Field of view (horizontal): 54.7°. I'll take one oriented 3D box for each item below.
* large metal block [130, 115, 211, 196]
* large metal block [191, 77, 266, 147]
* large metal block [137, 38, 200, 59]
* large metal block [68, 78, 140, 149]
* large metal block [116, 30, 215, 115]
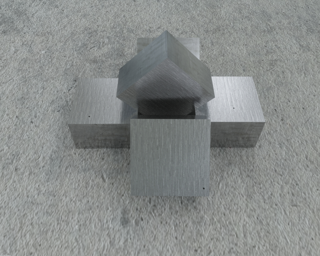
[{"bbox_3d":[0.011,0.027,0.338,0.081,0.079,0.050,0,7,1],"label":"large metal block"},{"bbox_3d":[0.082,-0.022,0.404,0.081,0.050,0.080,0,50,0],"label":"large metal block"},{"bbox_3d":[0.011,-0.095,0.441,0.081,0.080,0.050,0,94,0],"label":"large metal block"},{"bbox_3d":[-0.067,-0.020,0.404,0.081,0.050,0.080,0,50,-1],"label":"large metal block"},{"bbox_3d":[0.006,-0.054,0.372,0.080,0.080,0.050,-32,41,32],"label":"large metal block"}]
